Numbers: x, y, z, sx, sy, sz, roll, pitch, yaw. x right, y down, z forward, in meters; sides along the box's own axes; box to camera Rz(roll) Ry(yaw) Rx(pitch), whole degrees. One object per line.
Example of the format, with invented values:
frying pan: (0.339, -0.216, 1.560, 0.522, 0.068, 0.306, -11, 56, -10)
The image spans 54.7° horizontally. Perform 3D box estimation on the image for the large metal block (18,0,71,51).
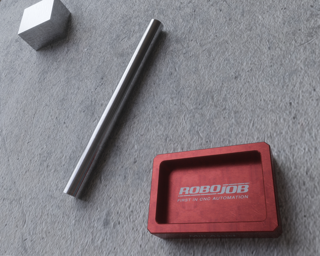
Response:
large metal block: (-0.239, -0.218, 0.644, 0.080, 0.050, 0.080, -17, 55, 18)

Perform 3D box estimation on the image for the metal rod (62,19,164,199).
metal rod: (-0.062, -0.040, 0.459, 0.025, 0.025, 0.300, 10, 67, 32)

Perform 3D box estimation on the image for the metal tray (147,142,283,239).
metal tray: (0.055, 0.068, 0.329, 0.130, 0.030, 0.090, -9, 58, 23)
